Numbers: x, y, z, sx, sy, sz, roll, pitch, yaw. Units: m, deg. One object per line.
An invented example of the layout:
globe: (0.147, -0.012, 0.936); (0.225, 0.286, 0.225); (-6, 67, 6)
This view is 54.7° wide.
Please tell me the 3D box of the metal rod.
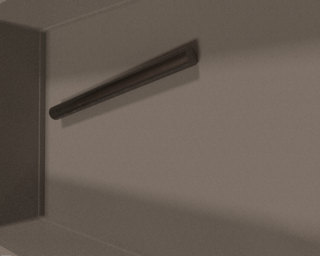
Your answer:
metal rod: (-0.075, -0.057, 0.466); (0.300, 0.025, 0.025); (-15, 81, 38)
